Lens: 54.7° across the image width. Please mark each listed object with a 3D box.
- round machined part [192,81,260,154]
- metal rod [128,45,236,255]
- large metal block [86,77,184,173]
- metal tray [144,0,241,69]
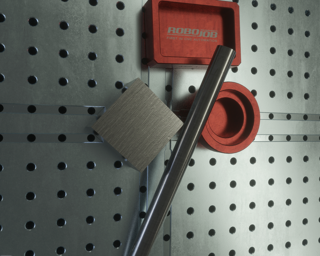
[{"bbox_3d":[0.087,-0.014,0.436,0.099,0.042,0.097,0,90,-20],"label":"round machined part"},{"bbox_3d":[0.025,0.041,0.391,0.025,0.025,0.298,21,94,-19],"label":"metal rod"},{"bbox_3d":[-0.032,-0.004,0.387,0.080,0.050,0.080,45,76,-15],"label":"large metal block"},{"bbox_3d":[0.047,-0.129,0.426,0.131,0.030,0.089,-3,91,-20],"label":"metal tray"}]
